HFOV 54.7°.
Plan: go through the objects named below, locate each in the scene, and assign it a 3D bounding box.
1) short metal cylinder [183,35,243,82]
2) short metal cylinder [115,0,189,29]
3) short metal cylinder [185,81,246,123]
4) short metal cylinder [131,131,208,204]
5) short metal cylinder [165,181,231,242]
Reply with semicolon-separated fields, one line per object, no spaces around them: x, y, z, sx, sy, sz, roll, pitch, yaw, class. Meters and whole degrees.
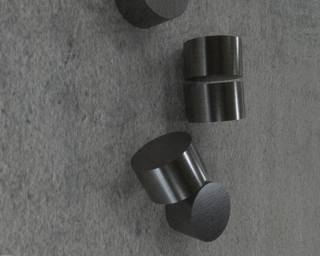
0.074;-0.094;0.433;0.081;0.080;0.050;-4;93;-40;short metal cylinder
-0.010;-0.169;0.381;0.081;0.050;0.079;0;90;-40;short metal cylinder
0.078;-0.036;0.436;0.081;0.080;0.050;-9;96;-40;short metal cylinder
0.011;0.047;0.381;0.080;0.080;0.050;-41;115;-33;short metal cylinder
0.054;0.113;0.437;0.081;0.050;0.079;0;90;-40;short metal cylinder
